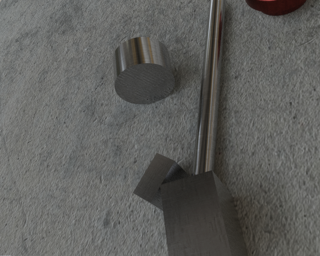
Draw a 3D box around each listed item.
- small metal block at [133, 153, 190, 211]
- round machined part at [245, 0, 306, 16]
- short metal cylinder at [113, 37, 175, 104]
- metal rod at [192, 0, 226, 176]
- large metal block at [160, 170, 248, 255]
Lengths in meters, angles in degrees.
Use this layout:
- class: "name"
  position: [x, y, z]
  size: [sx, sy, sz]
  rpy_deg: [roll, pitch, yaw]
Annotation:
- class: "small metal block"
  position: [0.004, 0.063, 0.346]
  size: [0.025, 0.050, 0.050]
  rpy_deg: [21, 73, 35]
- class: "round machined part"
  position: [0.166, -0.194, 0.425]
  size: [0.098, 0.042, 0.098]
  rpy_deg: [-13, 56, 20]
- class: "short metal cylinder"
  position: [-0.023, -0.077, 0.427]
  size: [0.080, 0.080, 0.050]
  rpy_deg: [-20, 54, 16]
- class: "metal rod"
  position: [0.067, -0.060, 0.404]
  size: [0.025, 0.025, 0.299]
  rpy_deg: [-5, 59, 25]
- class: "large metal block"
  position: [0.044, 0.096, 0.286]
  size: [0.050, 0.080, 0.080]
  rpy_deg: [-19, 54, 17]
